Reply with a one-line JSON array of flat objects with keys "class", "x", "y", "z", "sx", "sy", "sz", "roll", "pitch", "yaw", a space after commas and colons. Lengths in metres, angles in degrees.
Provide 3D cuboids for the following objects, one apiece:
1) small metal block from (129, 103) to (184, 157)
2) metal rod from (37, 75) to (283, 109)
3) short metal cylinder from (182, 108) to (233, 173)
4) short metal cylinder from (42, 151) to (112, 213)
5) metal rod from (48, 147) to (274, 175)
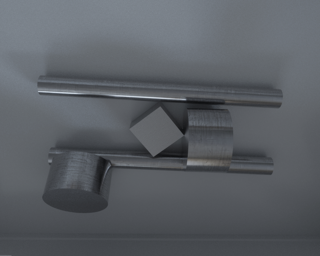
[{"class": "small metal block", "x": -0.004, "y": 0.001, "z": 0.410, "sx": 0.050, "sy": 0.025, "sz": 0.050, "roll": -36, "pitch": 107, "yaw": 12}, {"class": "metal rod", "x": 0.002, "y": -0.045, "z": 0.392, "sx": 0.302, "sy": 0.025, "sz": 0.025, "roll": 3, "pitch": 110, "yaw": -2}, {"class": "short metal cylinder", "x": 0.057, "y": 0.015, "z": 0.387, "sx": 0.050, "sy": 0.080, "sz": 0.079, "roll": 2, "pitch": 110, "yaw": -1}, {"class": "short metal cylinder", "x": -0.105, "y": 0.072, "z": 0.403, "sx": 0.081, "sy": 0.050, "sz": 0.080, "roll": 1, "pitch": 144, "yaw": 1}, {"class": "metal rod", "x": 0.003, "y": 0.046, "z": 0.426, "sx": 0.302, "sy": 0.025, "sz": 0.025, "roll": 3, "pitch": 110, "yaw": -2}]
